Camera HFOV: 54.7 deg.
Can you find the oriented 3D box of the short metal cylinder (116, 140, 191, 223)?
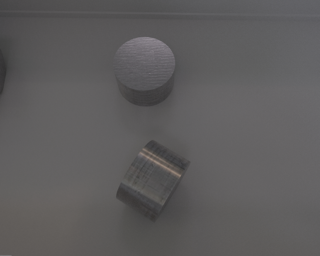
[{"bbox_3d":[-0.007,0.061,0.358,0.050,0.080,0.080,30,73,10],"label":"short metal cylinder"}]

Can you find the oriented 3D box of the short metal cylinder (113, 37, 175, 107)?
[{"bbox_3d":[-0.020,-0.076,0.424,0.081,0.050,0.080,0,70,0],"label":"short metal cylinder"}]

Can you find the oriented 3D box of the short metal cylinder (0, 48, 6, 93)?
[{"bbox_3d":[-0.249,-0.081,0.408,0.050,0.080,0.080,-1,70,0],"label":"short metal cylinder"}]
